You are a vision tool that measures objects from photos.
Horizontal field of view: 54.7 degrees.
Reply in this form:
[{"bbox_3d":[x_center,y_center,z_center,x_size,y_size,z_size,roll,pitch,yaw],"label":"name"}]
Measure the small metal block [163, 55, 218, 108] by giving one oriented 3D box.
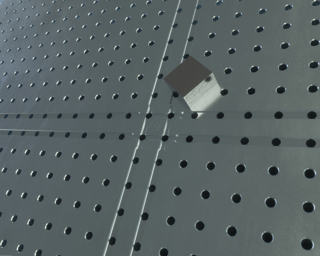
[{"bbox_3d":[0.041,-0.064,0.425,0.050,0.025,0.050,-41,51,0],"label":"small metal block"}]
